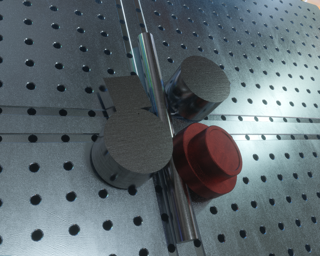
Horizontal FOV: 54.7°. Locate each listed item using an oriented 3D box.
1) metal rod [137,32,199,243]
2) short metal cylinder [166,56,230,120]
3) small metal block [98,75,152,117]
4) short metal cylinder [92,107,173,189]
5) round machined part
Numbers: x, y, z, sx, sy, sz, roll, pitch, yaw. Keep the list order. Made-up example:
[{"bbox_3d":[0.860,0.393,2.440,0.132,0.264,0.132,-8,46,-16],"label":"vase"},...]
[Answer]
[{"bbox_3d":[0.004,-0.006,0.409,0.025,0.025,0.299,3,60,-27],"label":"metal rod"},{"bbox_3d":[0.054,-0.058,0.451,0.081,0.050,0.080,14,56,-21],"label":"short metal cylinder"},{"bbox_3d":[-0.046,-0.039,0.402,0.050,0.025,0.050,-12,68,-33],"label":"small metal block"},{"bbox_3d":[-0.032,0.023,0.355,0.081,0.050,0.080,14,56,-21],"label":"short metal cylinder"},{"bbox_3d":[0.066,0.036,0.391,0.098,0.042,0.098,27,45,-31],"label":"round machined part"}]
